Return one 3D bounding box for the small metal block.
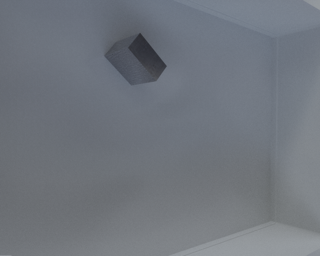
[{"bbox_3d":[-0.029,-0.079,0.365,0.050,0.050,0.025,47,62,-30],"label":"small metal block"}]
